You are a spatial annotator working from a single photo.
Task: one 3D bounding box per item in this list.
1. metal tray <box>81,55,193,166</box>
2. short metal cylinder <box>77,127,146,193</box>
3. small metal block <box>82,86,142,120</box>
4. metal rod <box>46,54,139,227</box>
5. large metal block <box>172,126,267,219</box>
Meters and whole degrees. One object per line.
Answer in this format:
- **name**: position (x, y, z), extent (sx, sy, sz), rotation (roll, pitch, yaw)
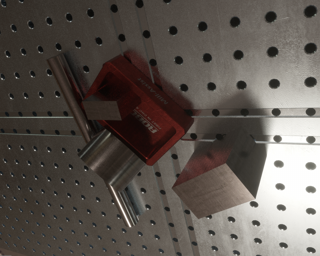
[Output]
- **metal tray**: position (-0.033, -0.020, 0.411), extent (0.130, 0.030, 0.090), rotation (42, 129, -1)
- **short metal cylinder**: position (-0.067, 0.044, 0.429), extent (0.080, 0.050, 0.080), rotation (40, 170, 9)
- **small metal block**: position (-0.059, -0.032, 0.388), extent (0.050, 0.050, 0.025), rotation (2, 119, 27)
- **metal rod**: position (-0.096, 0.032, 0.479), extent (0.025, 0.025, 0.298), rotation (-7, 116, 31)
- **large metal block**: position (0.072, 0.052, 0.369), extent (0.080, 0.080, 0.050), rotation (-34, 100, 38)
